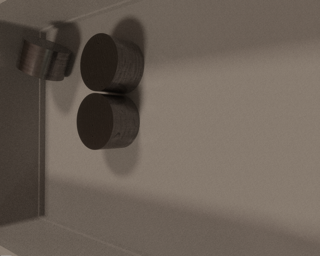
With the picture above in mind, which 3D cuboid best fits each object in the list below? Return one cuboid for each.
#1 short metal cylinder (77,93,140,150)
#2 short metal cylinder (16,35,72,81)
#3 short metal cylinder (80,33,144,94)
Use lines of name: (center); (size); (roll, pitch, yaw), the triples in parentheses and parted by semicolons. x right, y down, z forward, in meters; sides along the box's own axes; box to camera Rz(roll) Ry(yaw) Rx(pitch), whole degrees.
short metal cylinder: (-0.076, -0.009, 0.451); (0.080, 0.050, 0.079); (0, 90, 39)
short metal cylinder: (-0.199, -0.120, 0.532); (0.080, 0.081, 0.050); (35, 112, 34)
short metal cylinder: (-0.069, -0.090, 0.445); (0.080, 0.050, 0.079); (0, 90, 39)
